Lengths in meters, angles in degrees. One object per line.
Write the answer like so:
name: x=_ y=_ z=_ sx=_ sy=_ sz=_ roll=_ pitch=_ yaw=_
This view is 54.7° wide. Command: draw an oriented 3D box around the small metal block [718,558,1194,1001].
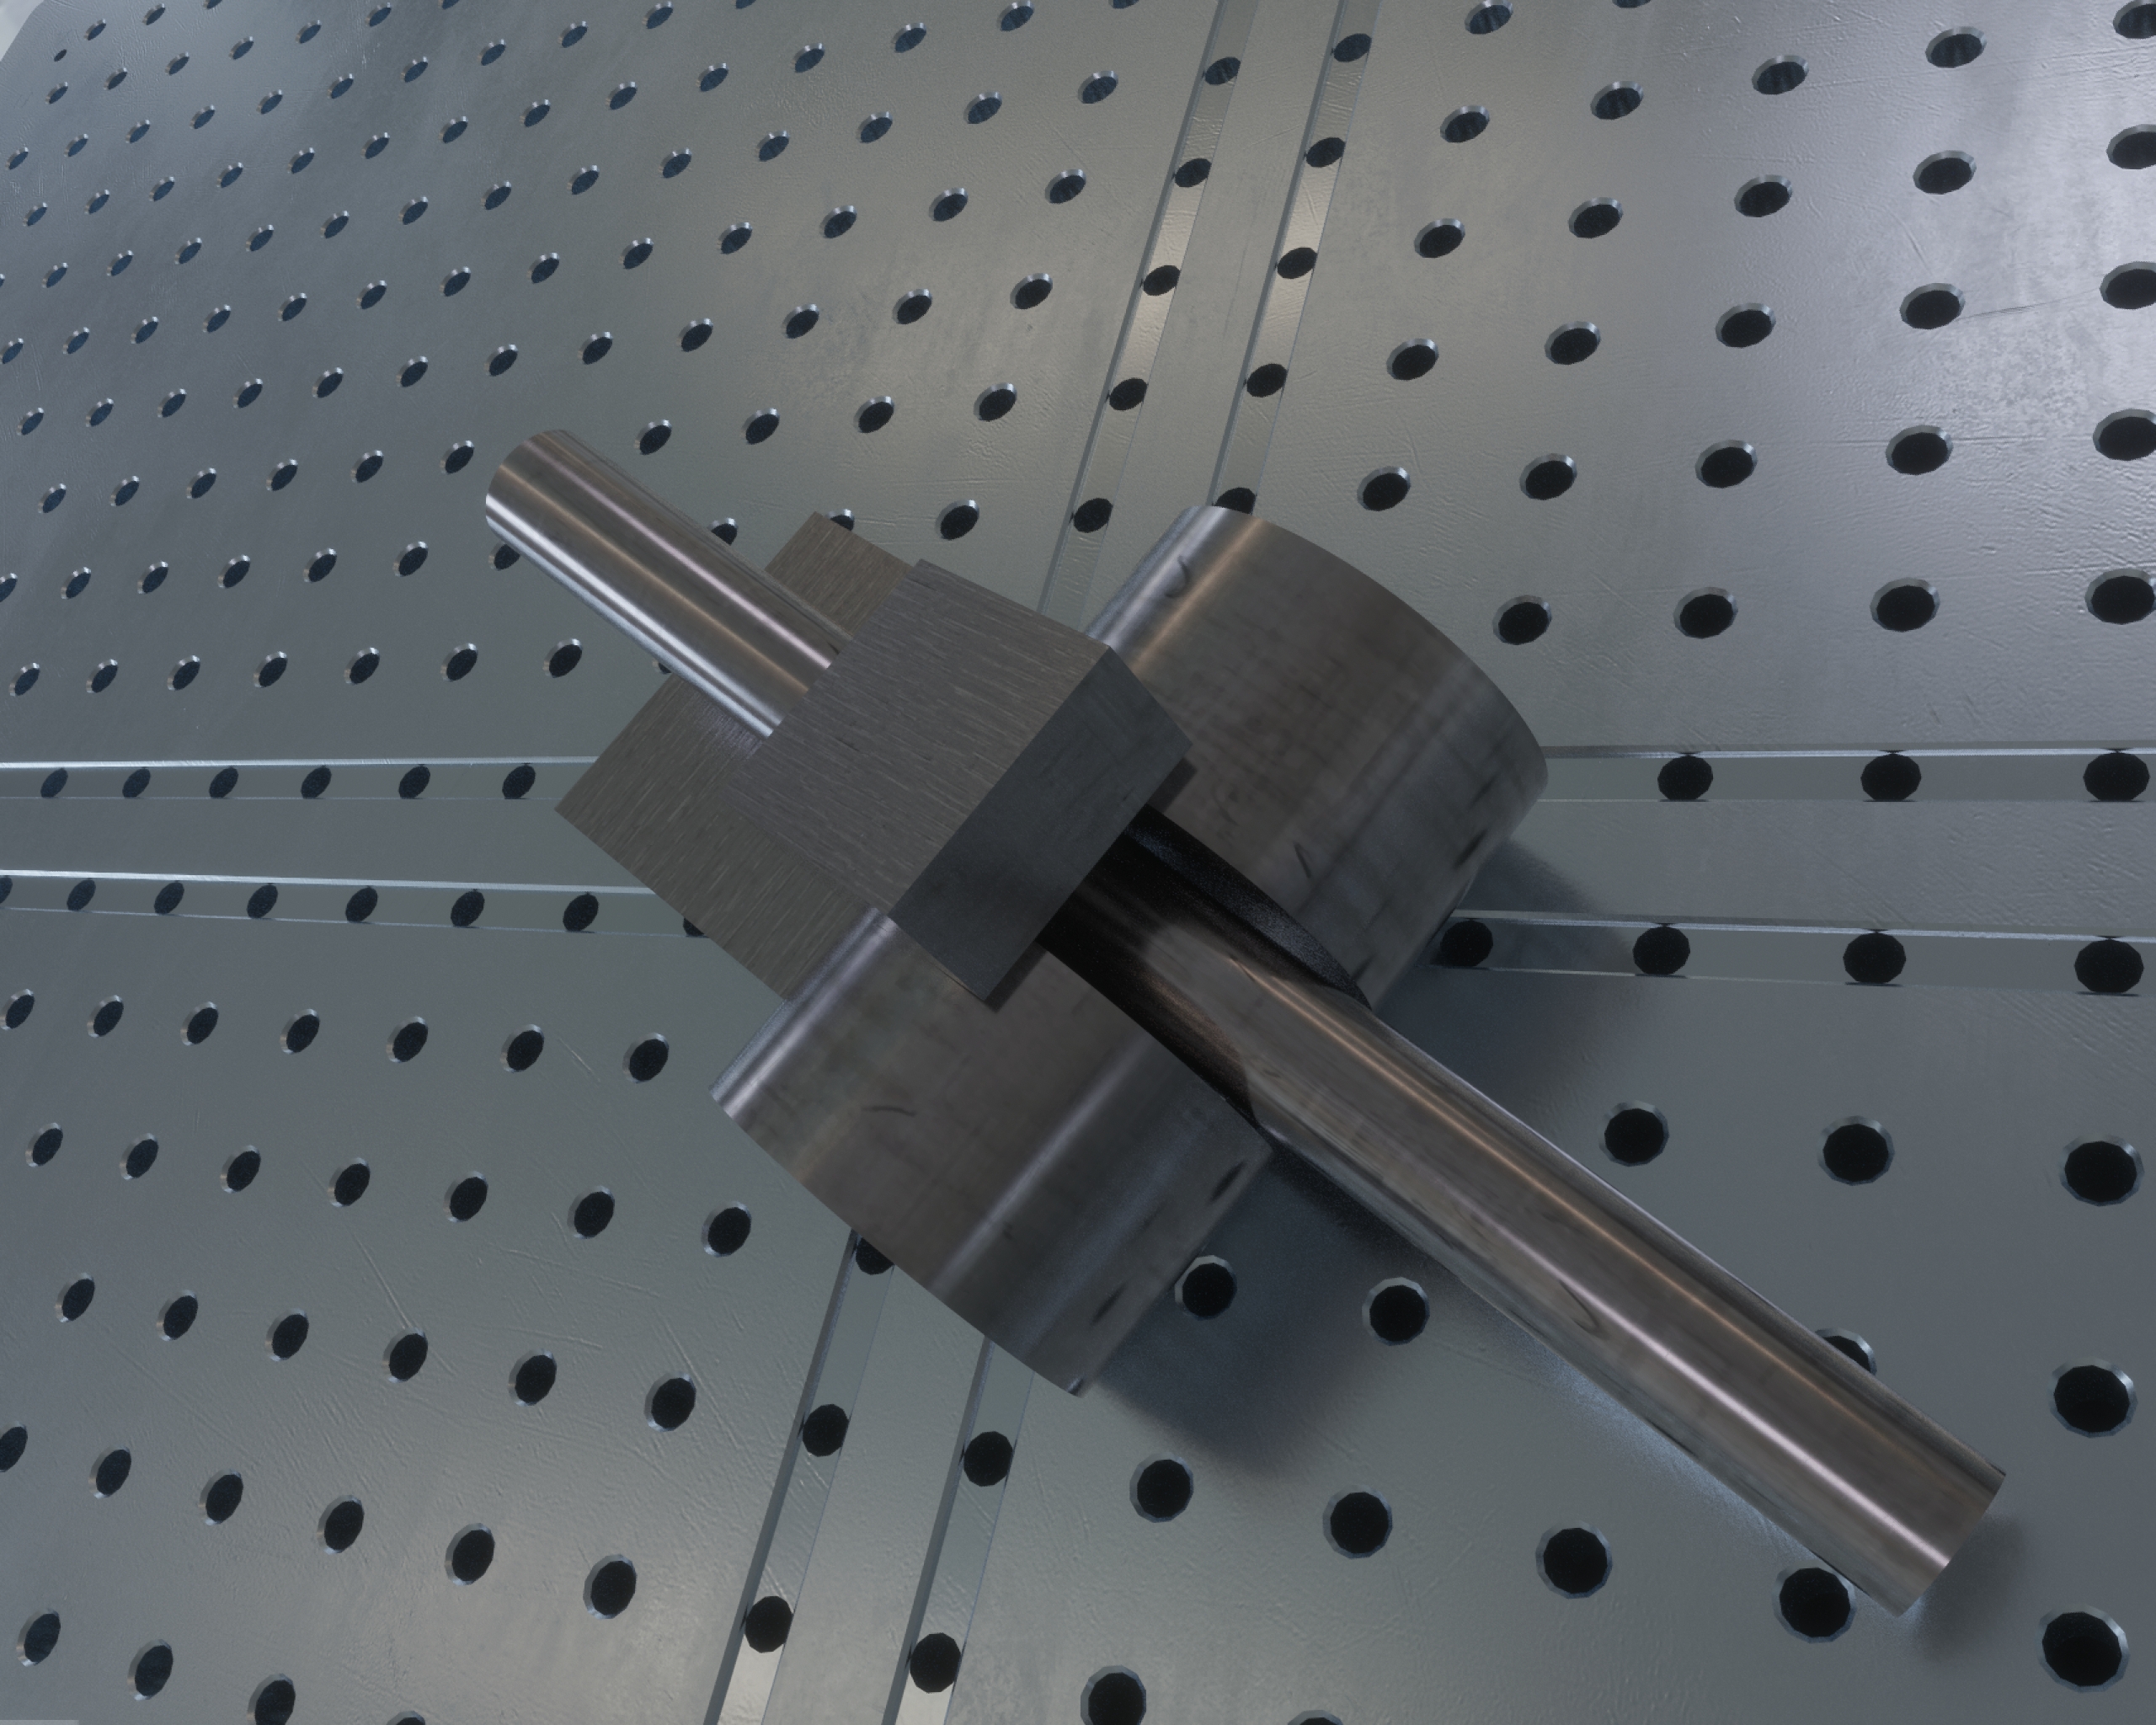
small metal block: x=-0.020 y=-0.014 z=0.321 sx=0.050 sy=0.025 sz=0.050 roll=-51 pitch=43 yaw=-8

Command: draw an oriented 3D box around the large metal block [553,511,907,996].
large metal block: x=-0.042 y=-0.012 z=0.414 sx=0.080 sy=0.050 sz=0.080 roll=33 pitch=80 yaw=38

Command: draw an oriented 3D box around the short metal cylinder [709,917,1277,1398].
short metal cylinder: x=-0.014 y=0.044 z=0.349 sx=0.080 sy=0.080 sz=0.050 roll=34 pitch=81 yaw=38

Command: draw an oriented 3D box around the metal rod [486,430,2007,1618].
metal rod: x=0.008 y=0.011 z=0.342 sx=0.300 sy=0.025 sz=0.025 roll=37 pitch=82 yaw=23

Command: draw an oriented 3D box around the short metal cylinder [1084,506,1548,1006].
short metal cylinder: x=0.033 y=-0.016 z=0.362 sx=0.080 sy=0.080 sz=0.050 roll=31 pitch=79 yaw=38
